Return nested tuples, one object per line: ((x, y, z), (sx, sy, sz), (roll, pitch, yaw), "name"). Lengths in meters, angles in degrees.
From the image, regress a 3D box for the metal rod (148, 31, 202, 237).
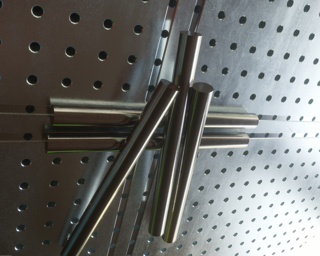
((0.014, 0.027, 0.405), (0.025, 0.025, 0.298), (-6, 122, -26), "metal rod")

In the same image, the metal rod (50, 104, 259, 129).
((0.014, -0.012, 0.413), (0.303, 0.025, 0.025), (1, 118, -29), "metal rod")

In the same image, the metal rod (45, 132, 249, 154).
((0.003, 0.018, 0.426), (0.303, 0.025, 0.025), (1, 118, -29), "metal rod")

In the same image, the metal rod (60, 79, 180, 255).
((-0.061, 0.070, 0.398), (0.025, 0.025, 0.298), (15, 117, -35), "metal rod")

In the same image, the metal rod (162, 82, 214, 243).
((0.033, 0.071, 0.451), (0.025, 0.025, 0.298), (-10, 130, -23), "metal rod")
